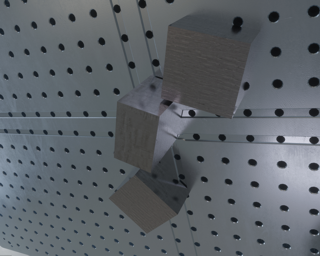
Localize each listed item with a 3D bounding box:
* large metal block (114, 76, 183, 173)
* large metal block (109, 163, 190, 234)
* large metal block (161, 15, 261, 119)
[{"bbox_3d":[-0.011,-0.007,0.378,0.050,0.080,0.079,20,126,16],"label":"large metal block"},{"bbox_3d":[-0.016,0.101,0.467,0.080,0.050,0.080,44,129,-2],"label":"large metal block"},{"bbox_3d":[0.051,-0.066,0.328,0.080,0.050,0.079,18,126,17],"label":"large metal block"}]
